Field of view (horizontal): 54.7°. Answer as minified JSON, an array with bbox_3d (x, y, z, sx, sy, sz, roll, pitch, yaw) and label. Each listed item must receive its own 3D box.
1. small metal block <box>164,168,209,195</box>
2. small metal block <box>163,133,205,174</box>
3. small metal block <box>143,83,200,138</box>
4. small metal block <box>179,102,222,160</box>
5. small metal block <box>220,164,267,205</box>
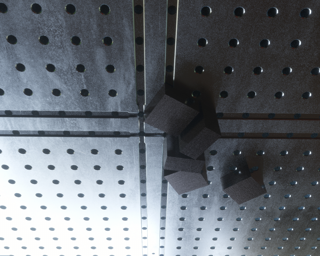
[{"bbox_3d":[0.040,0.071,0.473,0.050,0.025,0.050,-22,127,17],"label":"small metal block"},{"bbox_3d":[0.032,0.032,0.424,0.050,0.050,0.025,8,130,-7],"label":"small metal block"},{"bbox_3d":[0.014,-0.022,0.394,0.050,0.025,0.050,26,125,-21],"label":"small metal block"},{"bbox_3d":[0.049,0.004,0.399,0.025,0.050,0.050,28,125,-22],"label":"small metal block"},{"bbox_3d":[0.132,0.091,0.491,0.050,0.025,0.050,-33,123,24],"label":"small metal block"}]
